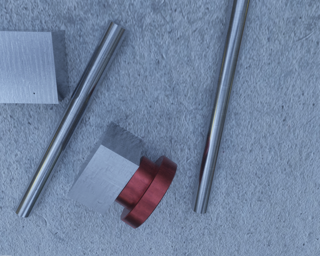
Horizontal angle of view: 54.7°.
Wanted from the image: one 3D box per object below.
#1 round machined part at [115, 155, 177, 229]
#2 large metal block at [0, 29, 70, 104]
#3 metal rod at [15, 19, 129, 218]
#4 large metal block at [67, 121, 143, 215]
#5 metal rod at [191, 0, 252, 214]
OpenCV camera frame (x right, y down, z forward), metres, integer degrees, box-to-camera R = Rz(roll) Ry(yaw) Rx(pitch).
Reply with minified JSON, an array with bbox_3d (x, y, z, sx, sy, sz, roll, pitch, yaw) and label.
[{"bbox_3d":[-0.023,0.075,0.399,0.042,0.098,0.098,35,106,-4],"label":"round machined part"},{"bbox_3d":[-0.157,-0.074,0.367,0.081,0.050,0.079,1,110,-1],"label":"large metal block"},{"bbox_3d":[-0.123,0.000,0.408,0.025,0.025,0.298,29,107,-11],"label":"metal rod"},{"bbox_3d":[-0.067,0.048,0.397,0.050,0.080,0.080,32,107,-12],"label":"large metal block"},{"bbox_3d":[0.076,-0.021,0.403,0.025,0.025,0.298,6,110,-3],"label":"metal rod"}]
